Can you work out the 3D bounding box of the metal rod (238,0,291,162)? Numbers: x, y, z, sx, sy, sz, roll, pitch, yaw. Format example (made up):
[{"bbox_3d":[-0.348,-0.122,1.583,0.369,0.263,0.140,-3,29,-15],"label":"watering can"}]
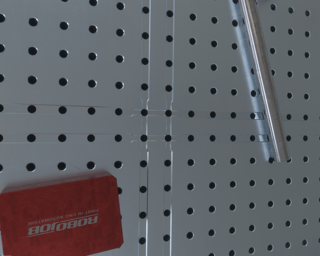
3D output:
[{"bbox_3d":[0.153,-0.095,0.468,0.025,0.025,0.298,-16,96,-19],"label":"metal rod"}]

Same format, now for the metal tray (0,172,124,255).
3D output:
[{"bbox_3d":[-0.114,0.108,0.368,0.131,0.030,0.089,-7,92,-20],"label":"metal tray"}]
